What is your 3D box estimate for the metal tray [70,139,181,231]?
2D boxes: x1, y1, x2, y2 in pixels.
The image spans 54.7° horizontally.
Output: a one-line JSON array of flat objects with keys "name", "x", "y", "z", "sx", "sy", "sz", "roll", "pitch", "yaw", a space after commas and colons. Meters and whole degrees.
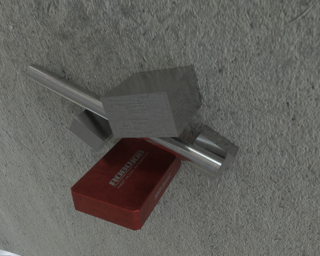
[{"name": "metal tray", "x": -0.037, "y": 0.062, "z": 0.397, "sx": 0.090, "sy": 0.131, "sz": 0.030, "roll": 12, "pitch": 123, "yaw": 21}]

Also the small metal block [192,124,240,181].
[{"name": "small metal block", "x": 0.063, "y": 0.031, "z": 0.394, "sx": 0.050, "sy": 0.025, "sz": 0.050, "roll": 36, "pitch": 129, "yaw": 4}]

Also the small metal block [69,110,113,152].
[{"name": "small metal block", "x": -0.089, "y": -0.002, "z": 0.435, "sx": 0.050, "sy": 0.050, "sz": 0.025, "roll": 38, "pitch": 129, "yaw": 2}]

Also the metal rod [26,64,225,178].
[{"name": "metal rod", "x": -0.058, "y": -0.017, "z": 0.409, "sx": 0.301, "sy": 0.025, "sz": 0.025, "roll": 27, "pitch": 128, "yaw": 17}]

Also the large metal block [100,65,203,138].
[{"name": "large metal block", "x": -0.006, "y": -0.031, "z": 0.354, "sx": 0.080, "sy": 0.080, "sz": 0.050, "roll": -2, "pitch": 118, "yaw": 29}]
